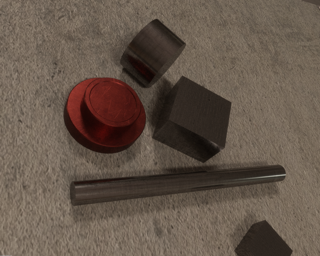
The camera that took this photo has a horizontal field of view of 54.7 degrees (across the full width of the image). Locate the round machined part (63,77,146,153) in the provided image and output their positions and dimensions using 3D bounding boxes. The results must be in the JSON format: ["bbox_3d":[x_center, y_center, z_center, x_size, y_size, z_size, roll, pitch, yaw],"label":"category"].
[{"bbox_3d":[-0.062,-0.022,0.374,0.099,0.042,0.098,14,56,-21],"label":"round machined part"}]

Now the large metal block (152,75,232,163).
[{"bbox_3d":[0.045,-0.011,0.421,0.080,0.050,0.080,27,52,-12],"label":"large metal block"}]

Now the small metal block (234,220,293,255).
[{"bbox_3d":[0.128,0.152,0.382,0.050,0.025,0.050,49,51,6],"label":"small metal block"}]

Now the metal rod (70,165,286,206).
[{"bbox_3d":[0.044,0.067,0.388,0.303,0.025,0.025,0,62,-29],"label":"metal rod"}]

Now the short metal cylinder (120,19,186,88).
[{"bbox_3d":[-0.009,-0.101,0.427,0.050,0.080,0.080,42,51,0],"label":"short metal cylinder"}]
